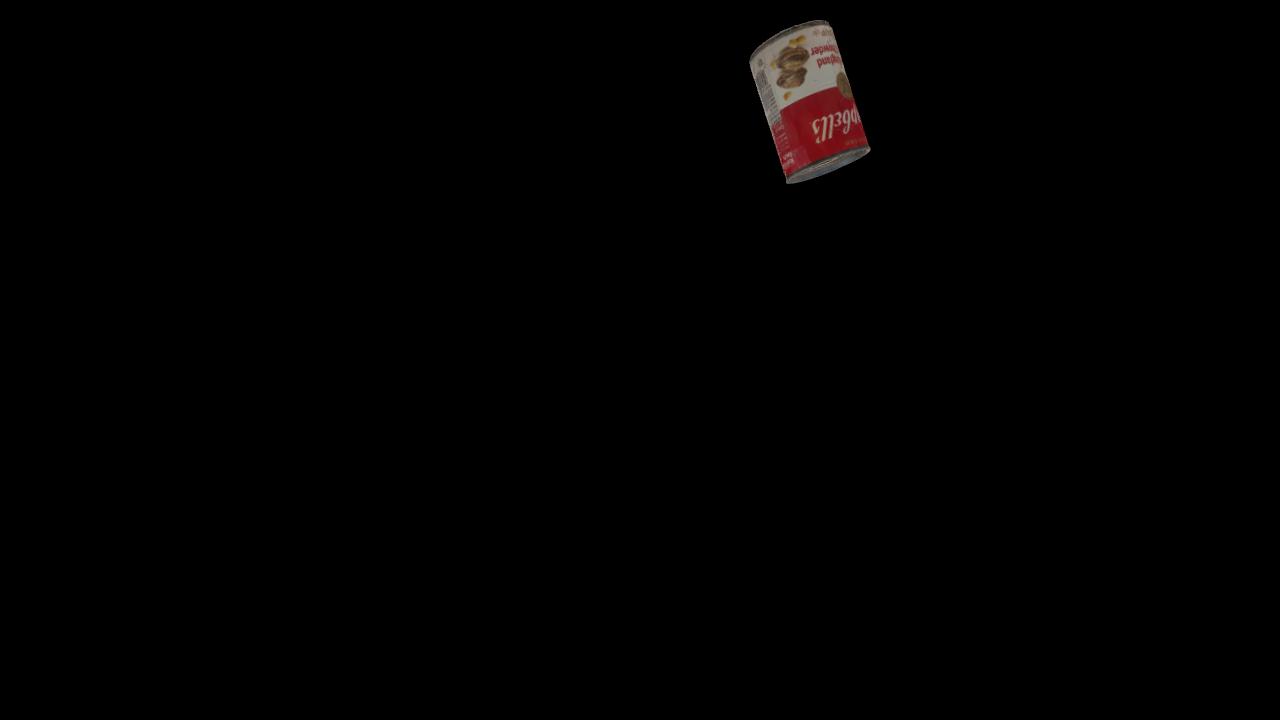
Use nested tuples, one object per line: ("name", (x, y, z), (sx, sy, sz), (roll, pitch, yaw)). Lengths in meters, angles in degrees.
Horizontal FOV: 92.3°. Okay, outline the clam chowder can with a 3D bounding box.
("clam chowder can", (0.133, -0.200, 0.485), (0.068, 0.102, 0.068), (-19, 3, 1))
